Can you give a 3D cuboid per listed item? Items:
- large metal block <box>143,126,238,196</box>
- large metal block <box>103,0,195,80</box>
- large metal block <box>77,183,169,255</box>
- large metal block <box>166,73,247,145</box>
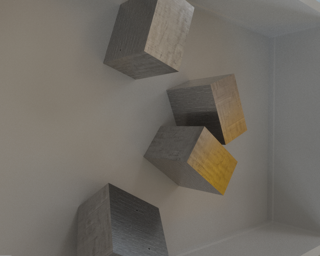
[{"bbox_3d":[0.040,0.041,0.407,0.080,0.080,0.050,43,64,-32],"label":"large metal block"},{"bbox_3d":[-0.014,-0.107,0.360,0.050,0.080,0.080,23,76,-38],"label":"large metal block"},{"bbox_3d":[-0.040,0.118,0.332,0.080,0.050,0.080,36,24,-34],"label":"large metal block"},{"bbox_3d":[0.064,-0.025,0.427,0.050,0.080,0.080,-28,108,-37],"label":"large metal block"}]
